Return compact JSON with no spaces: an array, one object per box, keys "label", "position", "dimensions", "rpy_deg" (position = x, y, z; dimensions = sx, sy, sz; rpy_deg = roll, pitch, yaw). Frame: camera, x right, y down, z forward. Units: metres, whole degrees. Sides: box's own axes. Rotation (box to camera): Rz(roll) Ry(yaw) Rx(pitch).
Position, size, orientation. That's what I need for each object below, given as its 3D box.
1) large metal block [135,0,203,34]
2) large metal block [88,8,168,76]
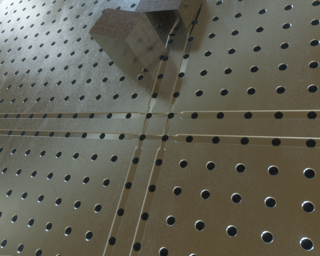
[{"label":"large metal block","position":[0.016,-0.201,0.506],"dimensions":[0.080,0.050,0.080],"rpy_deg":[8,66,31]},{"label":"large metal block","position":[-0.048,-0.133,0.478],"dimensions":[0.080,0.080,0.050],"rpy_deg":[22,74,36]}]
